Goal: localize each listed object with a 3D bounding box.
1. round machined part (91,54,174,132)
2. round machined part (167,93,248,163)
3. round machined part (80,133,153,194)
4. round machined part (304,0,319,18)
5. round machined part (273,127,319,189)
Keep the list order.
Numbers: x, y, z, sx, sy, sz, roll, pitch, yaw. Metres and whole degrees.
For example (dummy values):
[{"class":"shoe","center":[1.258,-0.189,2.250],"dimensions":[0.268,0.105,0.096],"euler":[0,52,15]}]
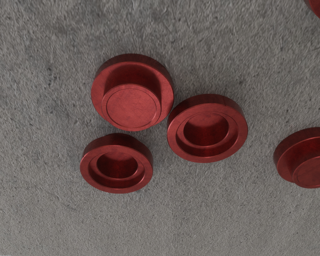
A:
[{"class":"round machined part","center":[-0.032,-0.034,0.366],"dimensions":[0.099,0.042,0.097],"euler":[0,130,0]},{"class":"round machined part","center":[0.058,-0.004,0.393],"dimensions":[0.099,0.042,0.097],"euler":[0,130,0]},{"class":"round machined part","center":[-0.059,0.045,0.434],"dimensions":[0.099,0.042,0.097],"euler":[0,130,0]},{"class":"round machined part","center":[0.174,-0.145,0.274],"dimensions":[0.099,0.042,0.097],"euler":[0,130,0]},{"class":"round machined part","center":[0.217,0.049,0.440],"dimensions":[0.099,0.042,0.097],"euler":[0,130,0]}]
